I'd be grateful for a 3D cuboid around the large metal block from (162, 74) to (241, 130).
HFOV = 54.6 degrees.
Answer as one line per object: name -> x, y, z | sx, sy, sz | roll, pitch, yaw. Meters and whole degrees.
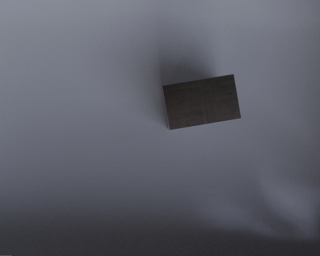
large metal block -> 0.047, -0.029, 0.384 | 0.080, 0.080, 0.050 | -9, 90, 0
